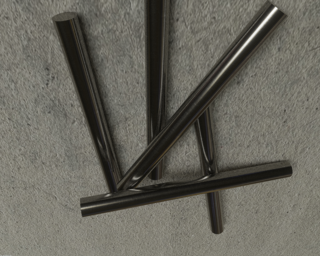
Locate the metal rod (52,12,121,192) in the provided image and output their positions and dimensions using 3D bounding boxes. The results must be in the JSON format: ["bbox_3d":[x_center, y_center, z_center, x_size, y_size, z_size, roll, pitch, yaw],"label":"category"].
[{"bbox_3d":[-0.081,0.001,0.406,0.025,0.025,0.298,-5,130,3],"label":"metal rod"}]

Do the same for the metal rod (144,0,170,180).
[{"bbox_3d":[-0.005,-0.044,0.369,0.025,0.025,0.298,0,130,-1],"label":"metal rod"}]

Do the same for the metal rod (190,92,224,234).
[{"bbox_3d":[0.076,0.071,0.468,0.025,0.025,0.298,-9,130,7],"label":"metal rod"}]

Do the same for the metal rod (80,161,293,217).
[{"bbox_3d":[0.044,0.082,0.433,0.302,0.025,0.025,-8,131,-12],"label":"metal rod"}]

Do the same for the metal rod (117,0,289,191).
[{"bbox_3d":[0.029,-0.013,0.365,0.025,0.025,0.298,26,124,-21],"label":"metal rod"}]
